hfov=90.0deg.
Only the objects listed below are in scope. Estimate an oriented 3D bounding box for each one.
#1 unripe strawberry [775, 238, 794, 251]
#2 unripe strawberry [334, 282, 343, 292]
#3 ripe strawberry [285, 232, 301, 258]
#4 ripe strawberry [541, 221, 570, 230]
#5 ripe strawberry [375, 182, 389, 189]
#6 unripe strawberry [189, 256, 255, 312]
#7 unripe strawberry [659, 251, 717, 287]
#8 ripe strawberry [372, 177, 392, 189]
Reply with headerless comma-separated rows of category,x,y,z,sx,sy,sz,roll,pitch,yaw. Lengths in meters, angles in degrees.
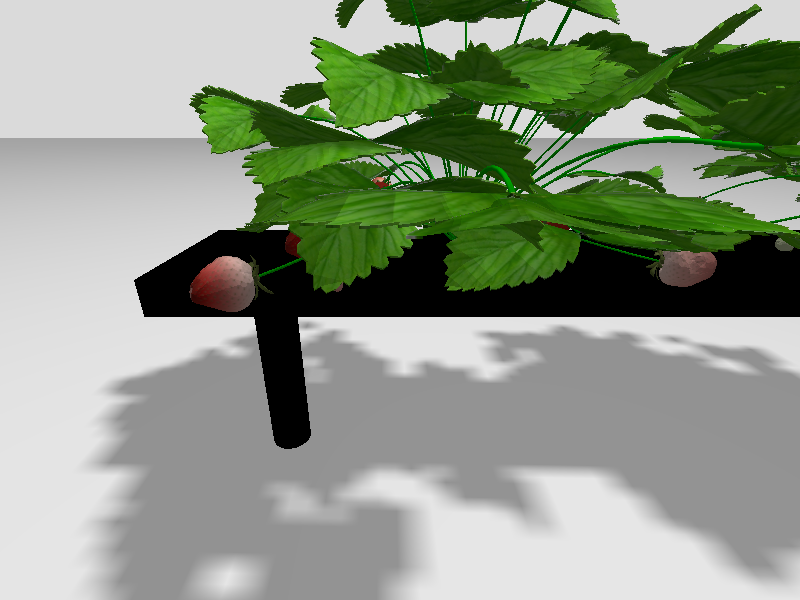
unripe strawberry,0.335,-0.050,0.349,0.014,0.015,0.013,-14,24,2
unripe strawberry,-0.042,-0.011,0.263,0.013,0.011,0.011,20,31,38
ripe strawberry,-0.070,-0.046,0.314,0.041,0.040,0.038,-9,25,-18
ripe strawberry,0.167,-0.091,0.418,0.040,0.040,0.037,-13,27,-29
ripe strawberry,-0.027,-0.118,0.472,0.037,0.042,0.040,-14,27,-29
unripe strawberry,-0.104,-0.008,0.234,0.036,0.035,0.033,-19,30,-36
unripe strawberry,0.192,-0.024,0.267,0.032,0.033,0.029,16,28,31
ripe strawberry,-0.028,-0.159,0.579,0.033,0.035,0.036,-8,6,-17
